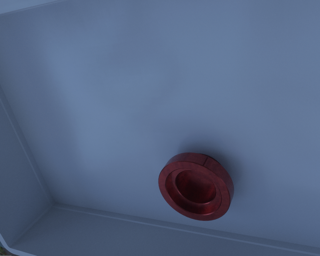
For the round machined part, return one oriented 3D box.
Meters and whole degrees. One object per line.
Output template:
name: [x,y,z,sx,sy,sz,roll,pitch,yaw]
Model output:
round machined part: [0.051,0.073,0.416,0.098,0.042,0.097,13,124,21]
